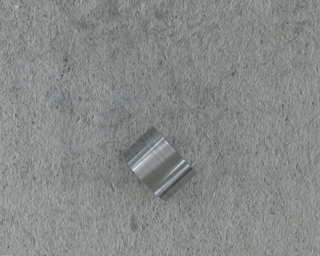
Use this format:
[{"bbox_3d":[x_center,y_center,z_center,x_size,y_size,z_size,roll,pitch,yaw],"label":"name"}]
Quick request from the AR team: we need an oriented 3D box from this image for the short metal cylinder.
[{"bbox_3d":[0.000,0.043,0.383,0.050,0.080,0.080,-43,90,0],"label":"short metal cylinder"}]
